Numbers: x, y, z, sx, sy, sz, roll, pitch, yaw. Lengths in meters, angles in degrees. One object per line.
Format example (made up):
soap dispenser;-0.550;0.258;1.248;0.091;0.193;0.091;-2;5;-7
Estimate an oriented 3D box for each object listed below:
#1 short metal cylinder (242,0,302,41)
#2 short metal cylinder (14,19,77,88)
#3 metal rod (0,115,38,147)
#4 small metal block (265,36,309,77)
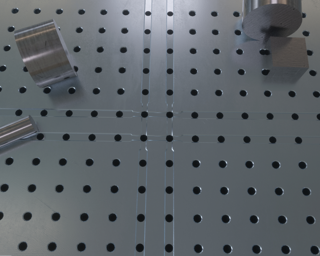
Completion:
short metal cylinder;0.160;-0.171;0.446;0.080;0.080;0.050;6;70;2
short metal cylinder;-0.152;-0.100;0.418;0.050;0.080;0.080;-21;72;-7
metal rod;-0.305;0.054;0.389;0.302;0.025;0.025;-24;72;-9
small metal block;0.184;-0.104;0.451;0.050;0.025;0.050;2;70;1
